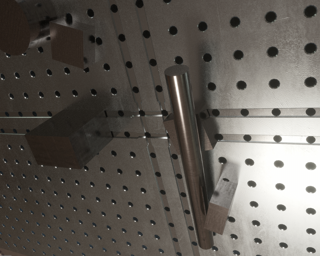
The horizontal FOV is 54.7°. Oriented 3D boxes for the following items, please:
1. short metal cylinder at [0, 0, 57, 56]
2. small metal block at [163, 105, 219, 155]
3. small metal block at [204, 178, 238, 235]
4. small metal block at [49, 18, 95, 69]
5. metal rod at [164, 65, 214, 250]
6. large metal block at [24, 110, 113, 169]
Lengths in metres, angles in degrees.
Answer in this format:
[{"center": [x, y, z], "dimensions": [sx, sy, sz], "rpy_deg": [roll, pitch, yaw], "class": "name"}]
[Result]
[{"center": [-0.182, -0.140, 0.402], "dimensions": [0.080, 0.050, 0.079], "rpy_deg": [13, 124, 20], "class": "short metal cylinder"}, {"center": [0.039, 0.003, 0.392], "dimensions": [0.050, 0.025, 0.050], "rpy_deg": [-13, 112, 33], "class": "small metal block"}, {"center": [0.082, 0.105, 0.416], "dimensions": [0.025, 0.050, 0.050], "rpy_deg": [16, 125, 18], "class": "small metal block"}, {"center": [-0.113, -0.110, 0.401], "dimensions": [0.050, 0.025, 0.050], "rpy_deg": [20, 126, 16], "class": "small metal block"}, {"center": [0.044, 0.060, 0.397], "dimensions": [0.025, 0.025, 0.298], "rpy_deg": [6, 130, 25], "class": "metal rod"}, {"center": [-0.129, 0.013, 0.450], "dimensions": [0.080, 0.080, 0.050], "rpy_deg": [1, 119, 27], "class": "large metal block"}]
